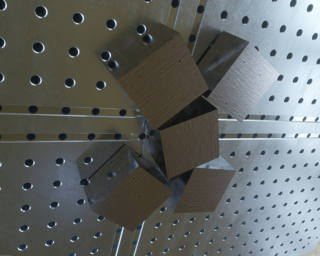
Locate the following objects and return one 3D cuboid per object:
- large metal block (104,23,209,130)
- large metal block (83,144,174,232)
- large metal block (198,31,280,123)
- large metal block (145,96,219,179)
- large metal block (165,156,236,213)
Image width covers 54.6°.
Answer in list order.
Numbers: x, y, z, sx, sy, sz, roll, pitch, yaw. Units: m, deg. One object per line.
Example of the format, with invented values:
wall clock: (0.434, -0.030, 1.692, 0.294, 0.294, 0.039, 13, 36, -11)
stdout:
large metal block: (-0.003, -0.059, 0.356, 0.080, 0.050, 0.080, -38, 129, -2)
large metal block: (-0.042, 0.083, 0.420, 0.080, 0.050, 0.080, -44, 129, 2)
large metal block: (0.095, -0.065, 0.404, 0.080, 0.050, 0.080, 28, 103, -40)
large metal block: (0.031, 0.010, 0.416, 0.081, 0.050, 0.080, -21, 127, -16)
large metal block: (0.056, 0.081, 0.475, 0.081, 0.050, 0.080, 9, 114, -33)
